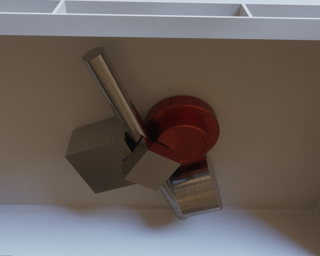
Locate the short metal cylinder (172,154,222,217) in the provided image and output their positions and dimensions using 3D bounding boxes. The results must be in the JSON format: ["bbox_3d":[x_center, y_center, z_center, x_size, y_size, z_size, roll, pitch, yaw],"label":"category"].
[{"bbox_3d":[0.053,0.082,0.442,0.050,0.080,0.080,-16,129,13],"label":"short metal cylinder"}]

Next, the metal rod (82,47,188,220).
[{"bbox_3d":[-0.015,0.031,0.405,0.025,0.025,0.299,-16,129,13],"label":"metal rod"}]

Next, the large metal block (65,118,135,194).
[{"bbox_3d":[-0.066,0.037,0.418,0.080,0.050,0.080,-16,129,12],"label":"large metal block"}]

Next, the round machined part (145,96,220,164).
[{"bbox_3d":[0.028,0.010,0.404,0.099,0.042,0.097,-1,130,0],"label":"round machined part"}]

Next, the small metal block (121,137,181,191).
[{"bbox_3d":[-0.011,0.045,0.382,0.050,0.025,0.050,26,114,-30],"label":"small metal block"}]
